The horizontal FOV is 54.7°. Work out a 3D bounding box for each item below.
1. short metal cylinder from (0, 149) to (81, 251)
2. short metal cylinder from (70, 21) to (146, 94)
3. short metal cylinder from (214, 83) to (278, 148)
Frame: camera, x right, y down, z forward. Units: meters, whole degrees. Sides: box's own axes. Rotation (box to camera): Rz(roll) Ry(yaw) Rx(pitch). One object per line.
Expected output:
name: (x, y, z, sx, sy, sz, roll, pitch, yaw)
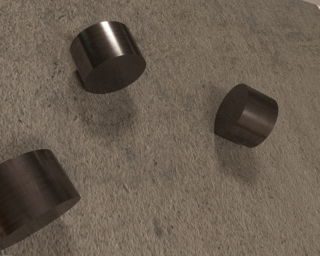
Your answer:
short metal cylinder: (-0.117, 0.062, 0.268, 0.081, 0.080, 0.050, -27, 77, -37)
short metal cylinder: (-0.064, -0.086, 0.387, 0.081, 0.080, 0.050, -15, 70, -34)
short metal cylinder: (0.123, -0.017, 0.448, 0.050, 0.080, 0.080, 24, 53, -14)
